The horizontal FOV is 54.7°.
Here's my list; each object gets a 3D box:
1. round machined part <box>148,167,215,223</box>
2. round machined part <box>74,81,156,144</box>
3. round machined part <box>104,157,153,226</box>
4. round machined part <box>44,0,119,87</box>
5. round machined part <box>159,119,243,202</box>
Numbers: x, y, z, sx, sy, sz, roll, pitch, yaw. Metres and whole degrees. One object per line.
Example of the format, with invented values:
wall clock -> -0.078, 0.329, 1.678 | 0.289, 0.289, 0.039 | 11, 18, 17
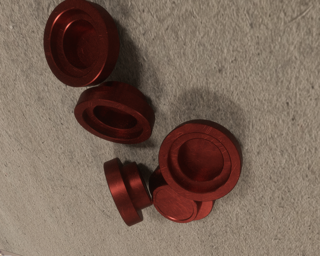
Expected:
round machined part -> 0.027, 0.095, 0.439 | 0.098, 0.042, 0.097 | 13, 124, 20
round machined part -> -0.054, -0.022, 0.392 | 0.099, 0.042, 0.098 | 10, 149, 6
round machined part -> -0.042, 0.087, 0.447 | 0.042, 0.098, 0.098 | -23, 111, -4
round machined part -> -0.087, -0.098, 0.367 | 0.098, 0.042, 0.097 | 6, 102, 28
round machined part -> 0.051, 0.036, 0.380 | 0.098, 0.042, 0.097 | 5, 106, 18
